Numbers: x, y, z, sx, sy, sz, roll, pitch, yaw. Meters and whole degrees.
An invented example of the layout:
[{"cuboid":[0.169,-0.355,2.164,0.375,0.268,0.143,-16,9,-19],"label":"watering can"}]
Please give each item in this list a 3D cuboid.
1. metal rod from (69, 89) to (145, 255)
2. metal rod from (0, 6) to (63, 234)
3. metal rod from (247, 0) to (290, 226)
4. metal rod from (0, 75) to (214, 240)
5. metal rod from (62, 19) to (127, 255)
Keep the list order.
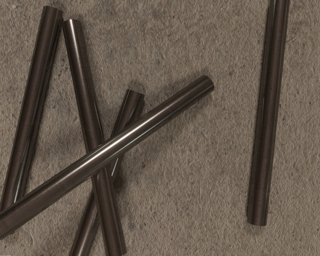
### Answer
[{"cuboid":[-0.081,0.094,0.409,0.025,0.025,0.298,19,90,-1],"label":"metal rod"},{"cuboid":[-0.172,-0.010,0.407,0.025,0.025,0.298,12,90,-1],"label":"metal rod"},{"cuboid":[0.144,-0.022,0.411,0.025,0.025,0.298,6,90,-1],"label":"metal rod"},{"cuboid":[-0.054,0.023,0.367,0.301,0.025,0.025,-35,90,-17],"label":"metal rod"},{"cuboid":[-0.084,0.007,0.390,0.025,0.025,0.298,-13,83,0],"label":"metal rod"}]
